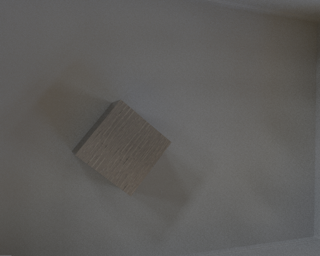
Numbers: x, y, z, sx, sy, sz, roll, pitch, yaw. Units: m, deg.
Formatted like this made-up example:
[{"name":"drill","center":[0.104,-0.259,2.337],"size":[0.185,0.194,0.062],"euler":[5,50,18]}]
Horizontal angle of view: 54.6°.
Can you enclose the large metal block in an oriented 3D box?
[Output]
[{"name":"large metal block","center":[-0.048,0.023,0.380],"size":[0.080,0.050,0.080],"euler":[41,77,-16]}]
